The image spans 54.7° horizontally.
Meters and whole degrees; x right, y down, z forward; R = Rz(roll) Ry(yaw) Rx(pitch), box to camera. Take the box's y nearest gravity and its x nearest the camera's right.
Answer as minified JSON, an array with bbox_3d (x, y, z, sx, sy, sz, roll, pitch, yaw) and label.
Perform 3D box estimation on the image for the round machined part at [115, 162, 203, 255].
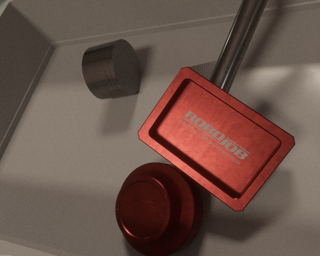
[{"bbox_3d":[-0.008,0.085,0.328,0.098,0.042,0.098,-7,76,31],"label":"round machined part"}]

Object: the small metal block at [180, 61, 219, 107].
[{"bbox_3d":[0.055,-0.057,0.411,0.050,0.025,0.050,-9,58,23],"label":"small metal block"}]

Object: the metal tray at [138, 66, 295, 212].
[{"bbox_3d":[0.054,0.009,0.317,0.130,0.030,0.090,36,100,12],"label":"metal tray"}]

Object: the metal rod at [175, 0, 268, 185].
[{"bbox_3d":[0.076,-0.073,0.340,0.025,0.025,0.298,27,98,37],"label":"metal rod"}]

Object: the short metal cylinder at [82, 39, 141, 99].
[{"bbox_3d":[-0.069,-0.085,0.457,0.050,0.080,0.080,-7,59,24],"label":"short metal cylinder"}]
